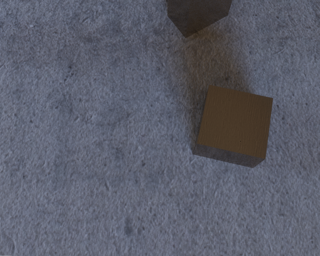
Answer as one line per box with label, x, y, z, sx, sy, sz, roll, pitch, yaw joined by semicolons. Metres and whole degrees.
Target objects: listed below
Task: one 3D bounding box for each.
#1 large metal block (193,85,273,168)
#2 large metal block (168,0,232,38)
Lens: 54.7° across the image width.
large metal block;0.092;-0.001;0.396;0.080;0.050;0.080;13;70;4
large metal block;0.059;-0.190;0.449;0.080;0.080;0.050;-31;73;-11
